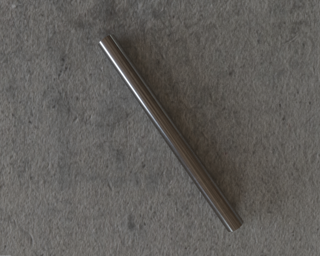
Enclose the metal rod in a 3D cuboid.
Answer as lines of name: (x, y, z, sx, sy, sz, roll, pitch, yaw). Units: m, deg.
metal rod: (0.015, 0.007, 0.410, 0.025, 0.025, 0.299, -35, 90, 0)
